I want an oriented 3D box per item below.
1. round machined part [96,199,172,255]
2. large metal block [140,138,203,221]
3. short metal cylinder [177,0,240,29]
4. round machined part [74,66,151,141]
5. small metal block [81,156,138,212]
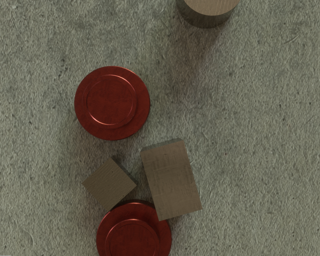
[{"bbox_3d":[-0.034,0.146,0.401,0.099,0.042,0.097,0,90,-1],"label":"round machined part"},{"bbox_3d":[0.012,0.058,0.383,0.050,0.080,0.080,-15,90,0],"label":"large metal block"},{"bbox_3d":[0.063,-0.176,0.398,0.081,0.050,0.079,0,90,-1],"label":"short metal cylinder"},{"bbox_3d":[-0.062,-0.032,0.401,0.099,0.042,0.097,0,90,-1],"label":"round machined part"},{"bbox_3d":[-0.065,0.072,0.409,0.050,0.025,0.050,-43,91,0],"label":"small metal block"}]
